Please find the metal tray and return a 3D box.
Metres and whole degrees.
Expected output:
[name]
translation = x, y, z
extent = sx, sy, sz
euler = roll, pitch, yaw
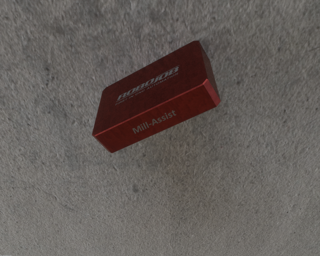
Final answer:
[metal tray]
translation = -0.006, -0.035, 0.334
extent = 0.130, 0.090, 0.030
euler = -24, 126, 19
